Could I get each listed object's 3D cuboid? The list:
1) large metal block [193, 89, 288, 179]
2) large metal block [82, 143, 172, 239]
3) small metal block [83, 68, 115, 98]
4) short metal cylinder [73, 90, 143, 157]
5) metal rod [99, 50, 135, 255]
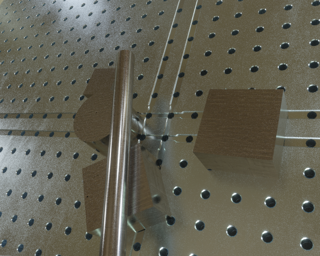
[{"bbox_3d":[0.091,0.004,0.341,0.080,0.050,0.080,4,64,29],"label":"large metal block"},{"bbox_3d":[-0.041,0.076,0.365,0.080,0.050,0.080,-25,53,12],"label":"large metal block"},{"bbox_3d":[-0.087,-0.067,0.493,0.050,0.025,0.050,5,64,30],"label":"small metal block"},{"bbox_3d":[-0.072,-0.006,0.432,0.080,0.050,0.080,-13,56,20],"label":"short metal cylinder"},{"bbox_3d":[-0.046,0.028,0.349,0.025,0.025,0.299,-14,56,20],"label":"metal rod"}]
